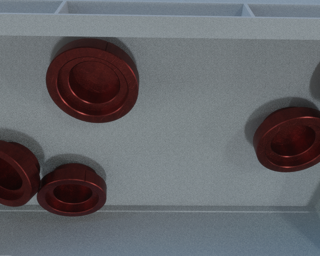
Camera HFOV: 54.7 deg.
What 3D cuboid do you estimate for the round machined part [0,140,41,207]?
[{"bbox_3d":[-0.210,0.058,0.432,0.098,0.042,0.097,8,119,14],"label":"round machined part"}]

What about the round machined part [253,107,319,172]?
[{"bbox_3d":[0.172,0.011,0.409,0.099,0.042,0.097,0,130,0],"label":"round machined part"}]

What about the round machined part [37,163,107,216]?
[{"bbox_3d":[-0.130,0.090,0.468,0.099,0.042,0.097,-4,135,-4],"label":"round machined part"}]

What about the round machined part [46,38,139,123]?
[{"bbox_3d":[-0.072,-0.056,0.349,0.099,0.042,0.097,0,130,0],"label":"round machined part"}]
